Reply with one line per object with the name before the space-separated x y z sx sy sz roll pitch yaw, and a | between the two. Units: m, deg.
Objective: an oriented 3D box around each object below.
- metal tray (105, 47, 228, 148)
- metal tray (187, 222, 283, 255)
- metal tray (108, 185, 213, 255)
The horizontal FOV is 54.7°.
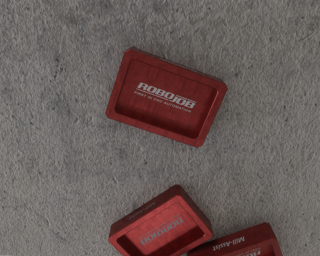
metal tray | 0.007 -0.038 0.393 0.131 0.030 0.089 19 109 -7
metal tray | 0.117 0.201 0.471 0.130 0.030 0.090 -22 122 8
metal tray | 0.001 0.154 0.463 0.130 0.030 0.090 -35 107 11
